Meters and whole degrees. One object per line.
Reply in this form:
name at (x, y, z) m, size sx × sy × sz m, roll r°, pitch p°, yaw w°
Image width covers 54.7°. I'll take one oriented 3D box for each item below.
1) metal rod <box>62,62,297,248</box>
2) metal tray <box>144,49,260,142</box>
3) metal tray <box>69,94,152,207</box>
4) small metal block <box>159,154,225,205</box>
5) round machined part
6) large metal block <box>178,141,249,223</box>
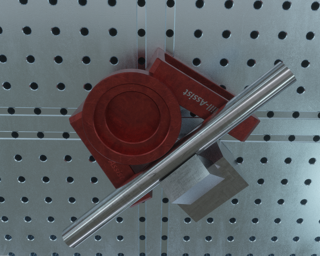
metal rod at (0.009, 0.037, 0.331) m, size 0.300 × 0.025 × 0.025 m, roll -39°, pitch 106°, yaw 12°
metal tray at (0.045, -0.042, 0.363) m, size 0.131 × 0.090 × 0.030 m, roll 30°, pitch 108°, yaw -11°
metal tray at (-0.054, 0.022, 0.386) m, size 0.030 × 0.090 × 0.130 m, roll -28°, pitch 108°, yaw 9°
small metal block at (0.036, 0.057, 0.334) m, size 0.050 × 0.050 × 0.025 m, roll -41°, pitch 61°, yaw 13°
round machined part at (-0.028, -0.014, 0.325) m, size 0.099 × 0.042 × 0.097 m, roll 0°, pitch 110°, yaw -1°
large metal block at (0.058, 0.061, 0.404) m, size 0.080 × 0.080 × 0.050 m, roll -39°, pitch 106°, yaw 13°
